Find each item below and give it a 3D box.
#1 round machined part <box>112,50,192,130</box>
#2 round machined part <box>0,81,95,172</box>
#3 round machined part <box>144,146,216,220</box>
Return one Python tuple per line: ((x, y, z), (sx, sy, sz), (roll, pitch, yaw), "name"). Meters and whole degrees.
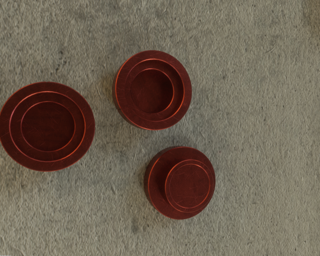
((-0.013, -0.046, 0.395), (0.099, 0.042, 0.097), (0, 90, -20), "round machined part")
((-0.127, -0.002, 0.353), (0.099, 0.042, 0.097), (0, 90, -20), "round machined part")
((0.031, 0.074, 0.411), (0.099, 0.042, 0.097), (0, 90, -20), "round machined part")
